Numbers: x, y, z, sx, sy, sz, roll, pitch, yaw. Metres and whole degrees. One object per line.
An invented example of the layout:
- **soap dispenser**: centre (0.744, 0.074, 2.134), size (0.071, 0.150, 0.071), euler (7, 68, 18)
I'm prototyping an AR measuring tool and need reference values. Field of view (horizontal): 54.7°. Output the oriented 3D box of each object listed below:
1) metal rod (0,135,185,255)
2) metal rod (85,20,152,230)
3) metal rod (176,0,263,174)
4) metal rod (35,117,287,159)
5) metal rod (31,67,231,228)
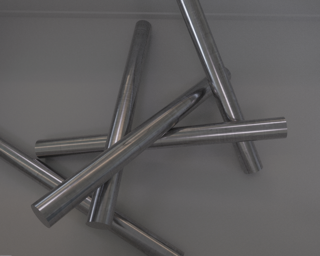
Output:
- **metal rod**: centre (-0.107, 0.080, 0.379), size (0.301, 0.025, 0.025), euler (30, 73, 10)
- **metal rod**: centre (-0.042, -0.029, 0.382), size (0.025, 0.025, 0.300), euler (6, 56, 2)
- **metal rod**: centre (0.061, -0.084, 0.377), size (0.025, 0.025, 0.299), euler (-24, 96, -8)
- **metal rod**: centre (-0.006, 0.013, 0.377), size (0.301, 0.025, 0.025), euler (-5, 70, 9)
- **metal rod**: centre (-0.005, -0.001, 0.349), size (0.025, 0.025, 0.302), euler (41, 52, 13)
